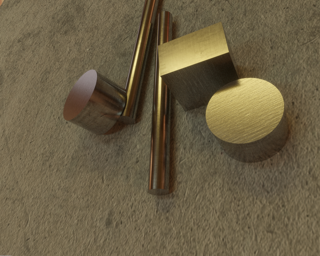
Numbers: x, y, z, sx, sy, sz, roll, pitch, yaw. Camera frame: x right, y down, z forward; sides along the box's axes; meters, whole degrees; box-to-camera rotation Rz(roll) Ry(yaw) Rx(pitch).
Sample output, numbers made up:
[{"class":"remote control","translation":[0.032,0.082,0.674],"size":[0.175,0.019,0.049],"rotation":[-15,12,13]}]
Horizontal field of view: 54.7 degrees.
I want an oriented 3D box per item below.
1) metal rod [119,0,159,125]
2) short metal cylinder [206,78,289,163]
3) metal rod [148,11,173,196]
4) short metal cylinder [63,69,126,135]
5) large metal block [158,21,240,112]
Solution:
[{"class":"metal rod","translation":[-0.027,-0.142,0.504],"size":[0.025,0.025,0.299],"rotation":[-6,59,25]},{"class":"short metal cylinder","translation":[0.097,-0.008,0.342],"size":[0.080,0.050,0.080],"rotation":[-13,56,21]},{"class":"metal rod","translation":[0.003,-0.054,0.435],"size":[0.025,0.025,0.299],"rotation":[-11,57,22]},{"class":"short metal cylinder","translation":[-0.094,-0.036,0.443],"size":[0.080,0.050,0.080],"rotation":[-30,45,35]},{"class":"large metal block","translation":[0.052,-0.072,0.386],"size":[0.080,0.080,0.050],"rotation":[-16,55,19]}]
